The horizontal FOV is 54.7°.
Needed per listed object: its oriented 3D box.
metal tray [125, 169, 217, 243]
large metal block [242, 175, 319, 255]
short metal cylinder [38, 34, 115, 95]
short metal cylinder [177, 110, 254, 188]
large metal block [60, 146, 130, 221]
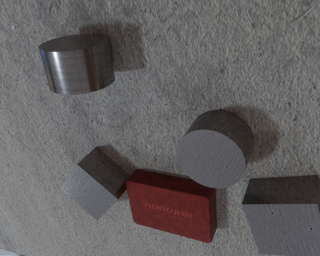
[{"bbox_3d":[0.017,0.116,0.467,0.130,0.030,0.089,7,122,24],"label":"metal tray"},{"bbox_3d":[0.155,0.107,0.375,0.080,0.050,0.080,-10,114,32],"label":"large metal block"},{"bbox_3d":[-0.098,-0.079,0.374,0.080,0.080,0.050,9,122,23],"label":"short metal cylinder"},{"bbox_3d":[0.067,0.025,0.371,0.080,0.050,0.079,13,124,21],"label":"short metal cylinder"},{"bbox_3d":[-0.102,0.091,0.500,0.080,0.050,0.080,41,129,0],"label":"large metal block"}]
